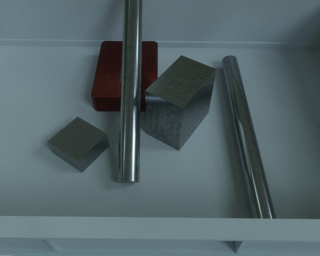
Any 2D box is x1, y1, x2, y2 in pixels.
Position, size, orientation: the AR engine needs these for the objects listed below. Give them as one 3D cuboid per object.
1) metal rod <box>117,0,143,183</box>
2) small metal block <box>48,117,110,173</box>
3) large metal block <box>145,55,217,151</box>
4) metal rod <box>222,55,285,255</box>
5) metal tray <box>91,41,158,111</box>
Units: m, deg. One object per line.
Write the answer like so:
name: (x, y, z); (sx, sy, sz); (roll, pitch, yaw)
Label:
metal rod: (-0.036, -0.081, 0.397); (0.025, 0.025, 0.299); (0, 74, 0)
small metal block: (-0.100, 0.020, 0.387); (0.050, 0.025, 0.050); (28, 55, 21)
large metal block: (0.026, -0.032, 0.397); (0.050, 0.080, 0.080); (27, 55, 20)
metal rod: (0.110, 0.009, 0.399); (0.025, 0.025, 0.300); (1, 50, 0)
metal tray: (-0.049, -0.082, 0.470); (0.091, 0.030, 0.130); (0, 50, 0)
